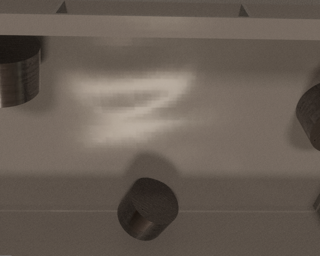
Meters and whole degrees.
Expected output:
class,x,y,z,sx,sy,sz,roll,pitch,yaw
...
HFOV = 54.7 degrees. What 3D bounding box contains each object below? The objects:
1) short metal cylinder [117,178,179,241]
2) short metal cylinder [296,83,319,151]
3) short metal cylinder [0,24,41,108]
class,x,y,z,sx,sy,sz,roll,pitch,yaw
short metal cylinder,-0.019,0.125,0.479,0.080,0.080,0.050,22,127,-18
short metal cylinder,0.219,-0.014,0.384,0.081,0.050,0.079,0,130,0
short metal cylinder,-0.165,-0.065,0.315,0.081,0.080,0.050,10,129,-9
